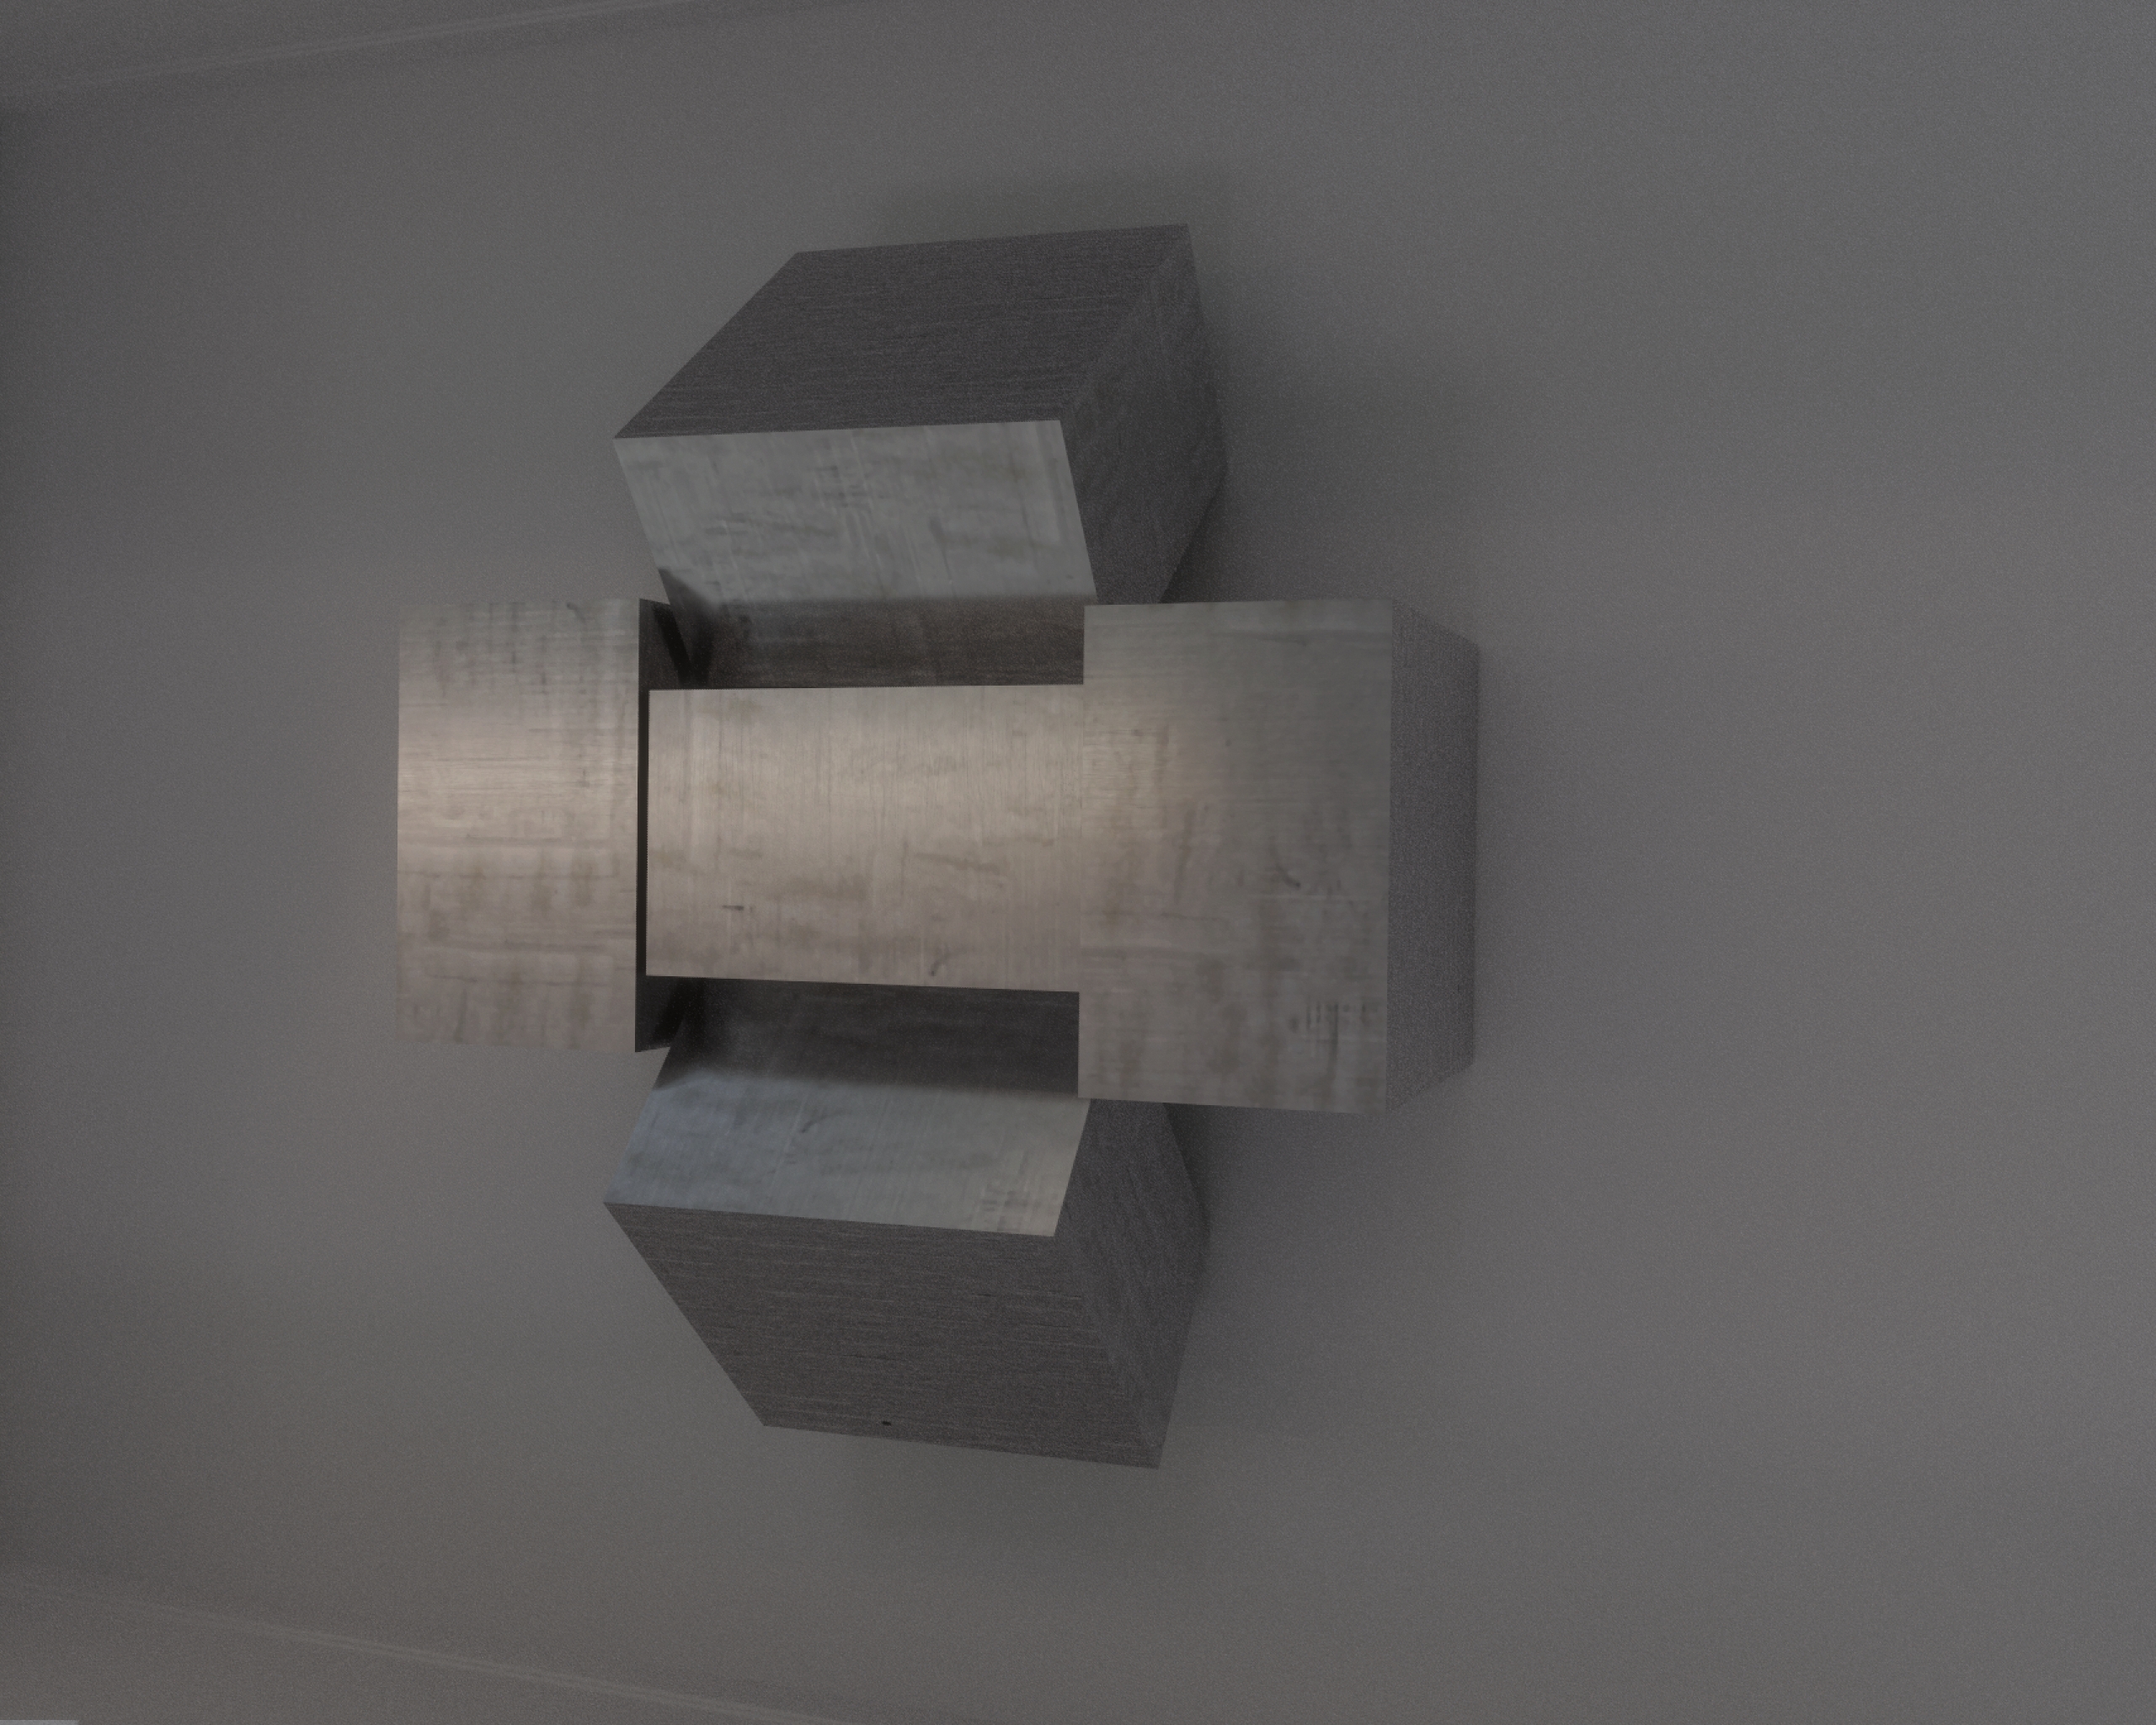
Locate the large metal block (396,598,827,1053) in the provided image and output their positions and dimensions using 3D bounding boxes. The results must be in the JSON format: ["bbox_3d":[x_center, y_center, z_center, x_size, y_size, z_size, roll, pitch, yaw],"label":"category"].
[{"bbox_3d":[-0.087,-0.007,0.411,0.050,0.080,0.080,1,90,20],"label":"large metal block"}]

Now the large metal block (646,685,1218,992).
[{"bbox_3d":[-0.023,-0.005,0.388,0.080,0.080,0.050,1,91,20],"label":"large metal block"}]

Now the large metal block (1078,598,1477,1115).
[{"bbox_3d":[0.038,-0.002,0.367,0.050,0.080,0.080,1,90,20],"label":"large metal block"}]

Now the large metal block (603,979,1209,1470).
[{"bbox_3d":[-0.027,0.066,0.382,0.080,0.080,0.050,1,49,19],"label":"large metal block"}]

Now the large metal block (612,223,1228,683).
[{"bbox_3d":[-0.024,-0.075,0.382,0.080,0.080,0.050,2,128,20],"label":"large metal block"}]
